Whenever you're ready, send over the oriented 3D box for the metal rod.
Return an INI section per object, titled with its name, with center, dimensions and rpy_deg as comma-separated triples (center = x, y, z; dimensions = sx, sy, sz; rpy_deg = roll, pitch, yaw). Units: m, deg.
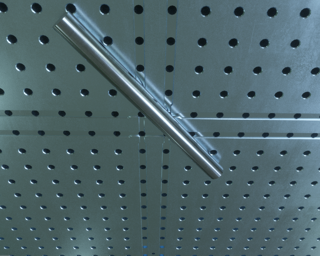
[metal rod]
center = -0.008, -0.022, 0.392
dimensions = 0.025, 0.025, 0.300
rpy_deg = -31, 124, 23
